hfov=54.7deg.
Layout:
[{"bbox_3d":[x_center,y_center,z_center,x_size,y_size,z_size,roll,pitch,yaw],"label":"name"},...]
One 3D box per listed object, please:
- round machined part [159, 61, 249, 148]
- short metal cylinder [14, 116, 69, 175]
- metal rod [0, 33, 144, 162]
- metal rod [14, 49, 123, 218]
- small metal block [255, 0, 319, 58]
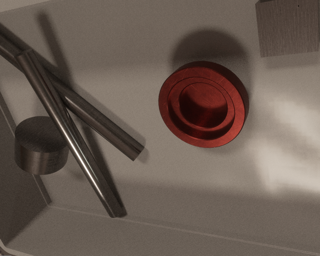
[{"bbox_3d":[0.051,-0.029,0.352,0.098,0.042,0.097,13,124,20],"label":"round machined part"},{"bbox_3d":[-0.183,0.026,0.483,0.080,0.080,0.050,30,128,9],"label":"short metal cylinder"},{"bbox_3d":[-0.148,-0.055,0.450,0.300,0.025,0.025,39,129,1],"label":"metal rod"},{"bbox_3d":[-0.125,0.026,0.465,0.025,0.025,0.299,-3,124,29],"label":"metal rod"},{"bbox_3d":[0.119,-0.096,0.287,0.050,0.025,0.050,-1,118,28],"label":"small metal block"}]
